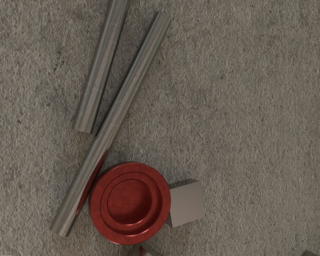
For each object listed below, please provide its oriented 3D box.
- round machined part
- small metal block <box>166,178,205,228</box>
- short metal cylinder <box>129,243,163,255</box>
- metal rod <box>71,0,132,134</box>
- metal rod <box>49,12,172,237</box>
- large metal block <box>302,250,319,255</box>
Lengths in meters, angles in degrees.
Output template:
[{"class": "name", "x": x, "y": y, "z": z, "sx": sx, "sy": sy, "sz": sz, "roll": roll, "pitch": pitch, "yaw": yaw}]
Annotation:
[{"class": "round machined part", "x": -0.040, "y": 0.090, "z": 0.386, "sx": 0.099, "sy": 0.042, "sz": 0.097, "roll": 0, "pitch": 90, "yaw": -20}, {"class": "small metal block", "x": 0.030, "y": 0.100, "z": 0.419, "sx": 0.050, "sy": 0.025, "sz": 0.050, "roll": -11, "pitch": 94, "yaw": -25}, {"class": "short metal cylinder", "x": -0.008, "y": 0.185, "z": 0.378, "sx": 0.080, "sy": 0.080, "sz": 0.050, "roll": 40, "pitch": 77, "yaw": -16}, {"class": "metal rod", "x": -0.055, "y": -0.139, "z": 0.388, "sx": 0.025, "sy": 0.025, "sz": 0.299, "roll": 17, "pitch": 84, "yaw": -20}, {"class": "metal rod", "x": -0.057, "y": -0.012, "z": 0.388, "sx": 0.025, "sy": 0.025, "sz": 0.299, "roll": 27, "pitch": 81, "yaw": -18}, {"class": "large metal block", "x": 0.265, "y": 0.249, "z": 0.480, "sx": 0.050, "sy": 0.080, "sz": 0.080, "roll": -44, "pitch": 104, "yaw": -15}]
